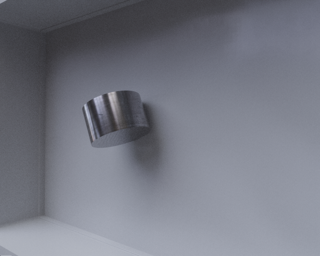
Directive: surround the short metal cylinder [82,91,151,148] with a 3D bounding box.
[{"bbox_3d":[-0.058,-0.010,0.417,0.080,0.081,0.050,-28,73,36],"label":"short metal cylinder"}]
